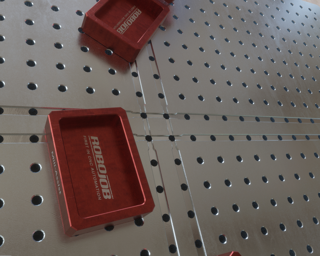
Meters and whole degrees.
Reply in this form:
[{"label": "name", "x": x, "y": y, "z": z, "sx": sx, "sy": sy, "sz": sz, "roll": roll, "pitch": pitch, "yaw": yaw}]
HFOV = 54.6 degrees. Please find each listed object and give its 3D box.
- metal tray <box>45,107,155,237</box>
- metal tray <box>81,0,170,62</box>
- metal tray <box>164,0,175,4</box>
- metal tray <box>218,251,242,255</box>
[{"label": "metal tray", "x": -0.068, "y": 0.041, "z": 0.342, "sx": 0.091, "sy": 0.030, "sz": 0.130, "roll": -6, "pitch": 65, "yaw": -31}, {"label": "metal tray", "x": -0.049, "y": -0.170, "z": 0.481, "sx": 0.090, "sy": 0.030, "sz": 0.130, "roll": 33, "pitch": 51, "yaw": -7}, {"label": "metal tray", "x": -0.019, "y": -0.291, "z": 0.544, "sx": 0.131, "sy": 0.030, "sz": 0.090, "roll": 22, "pitch": 56, "yaw": -36}, {"label": "metal tray", "x": 0.067, "y": 0.205, "z": 0.314, "sx": 0.090, "sy": 0.030, "sz": 0.131, "roll": 49, "pitch": 51, "yaw": 6}]
